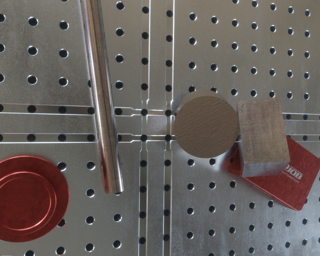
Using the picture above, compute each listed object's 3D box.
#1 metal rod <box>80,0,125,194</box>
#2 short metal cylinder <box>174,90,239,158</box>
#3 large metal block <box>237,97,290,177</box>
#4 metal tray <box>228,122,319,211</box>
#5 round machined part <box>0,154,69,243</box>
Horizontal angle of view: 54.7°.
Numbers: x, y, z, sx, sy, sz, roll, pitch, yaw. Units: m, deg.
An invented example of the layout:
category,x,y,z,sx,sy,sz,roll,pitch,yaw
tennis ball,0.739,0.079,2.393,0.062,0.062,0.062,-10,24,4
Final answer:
category,x,y,z,sx,sy,sz,roll,pitch,yaw
metal rod,-0.075,-0.068,0.384,0.025,0.025,0.298,-8,93,-20
short metal cylinder,0.058,-0.007,0.404,0.080,0.050,0.079,0,106,2
large metal block,0.129,0.015,0.401,0.050,0.080,0.080,-5,69,11
metal tray,0.179,0.059,0.476,0.130,0.030,0.090,32,80,-17
round machined part,-0.153,0.080,0.347,0.099,0.042,0.097,0,90,-20
